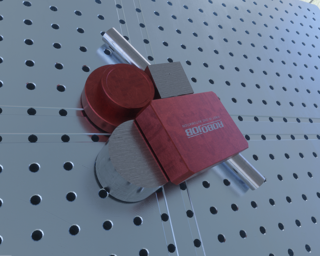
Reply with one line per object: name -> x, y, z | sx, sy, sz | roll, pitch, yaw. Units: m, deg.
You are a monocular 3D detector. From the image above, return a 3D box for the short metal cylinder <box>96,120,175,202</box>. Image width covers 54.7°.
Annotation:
short metal cylinder -> -0.026, 0.037, 0.350 | 0.081, 0.050, 0.080 | 14, 56, -21

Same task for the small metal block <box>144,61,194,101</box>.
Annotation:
small metal block -> 0.010, -0.059, 0.415 | 0.050, 0.025, 0.050 | -13, 71, -28

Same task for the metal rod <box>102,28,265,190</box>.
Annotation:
metal rod -> 0.031, -0.029, 0.438 | 0.300, 0.025, 0.025 | 45, 51, 3

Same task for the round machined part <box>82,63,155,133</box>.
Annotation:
round machined part -> -0.046, -0.043, 0.393 | 0.099, 0.042, 0.098 | 13, 57, -20

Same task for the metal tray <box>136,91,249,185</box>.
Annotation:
metal tray -> 0.044, 0.005, 0.371 | 0.131, 0.030, 0.090 | -14, 69, -47
